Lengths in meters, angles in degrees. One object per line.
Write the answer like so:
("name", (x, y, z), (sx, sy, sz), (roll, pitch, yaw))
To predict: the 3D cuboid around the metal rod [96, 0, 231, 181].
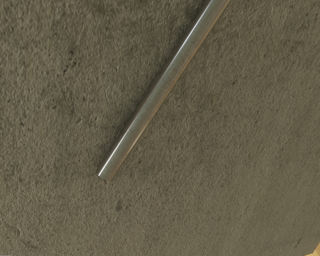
("metal rod", (0.009, -0.061, 0.373), (0.025, 0.025, 0.299), (25, 105, -37))
